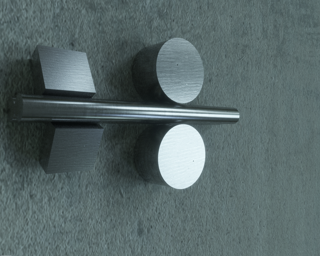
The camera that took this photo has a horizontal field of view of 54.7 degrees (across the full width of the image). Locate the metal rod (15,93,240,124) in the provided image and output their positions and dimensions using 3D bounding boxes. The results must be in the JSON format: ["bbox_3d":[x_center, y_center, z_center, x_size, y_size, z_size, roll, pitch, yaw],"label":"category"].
[{"bbox_3d":[-0.007,-0.018,0.368,0.302,0.025,0.025,0,90,-40],"label":"metal rod"}]

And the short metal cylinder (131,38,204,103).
[{"bbox_3d":[0.011,-0.070,0.398,0.081,0.050,0.079,0,90,-40],"label":"short metal cylinder"}]

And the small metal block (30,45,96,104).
[{"bbox_3d":[-0.098,-0.052,0.312,0.050,0.025,0.050,0,63,-40],"label":"small metal block"}]

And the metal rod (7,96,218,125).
[{"bbox_3d":[-0.024,-0.017,0.386,0.302,0.025,0.025,0,90,-40],"label":"metal rod"}]

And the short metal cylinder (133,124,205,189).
[{"bbox_3d":[0.013,0.035,0.400,0.081,0.050,0.079,0,90,-40],"label":"short metal cylinder"}]

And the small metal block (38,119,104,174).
[{"bbox_3d":[-0.091,0.017,0.317,0.050,0.025,0.050,1,116,-41],"label":"small metal block"}]
